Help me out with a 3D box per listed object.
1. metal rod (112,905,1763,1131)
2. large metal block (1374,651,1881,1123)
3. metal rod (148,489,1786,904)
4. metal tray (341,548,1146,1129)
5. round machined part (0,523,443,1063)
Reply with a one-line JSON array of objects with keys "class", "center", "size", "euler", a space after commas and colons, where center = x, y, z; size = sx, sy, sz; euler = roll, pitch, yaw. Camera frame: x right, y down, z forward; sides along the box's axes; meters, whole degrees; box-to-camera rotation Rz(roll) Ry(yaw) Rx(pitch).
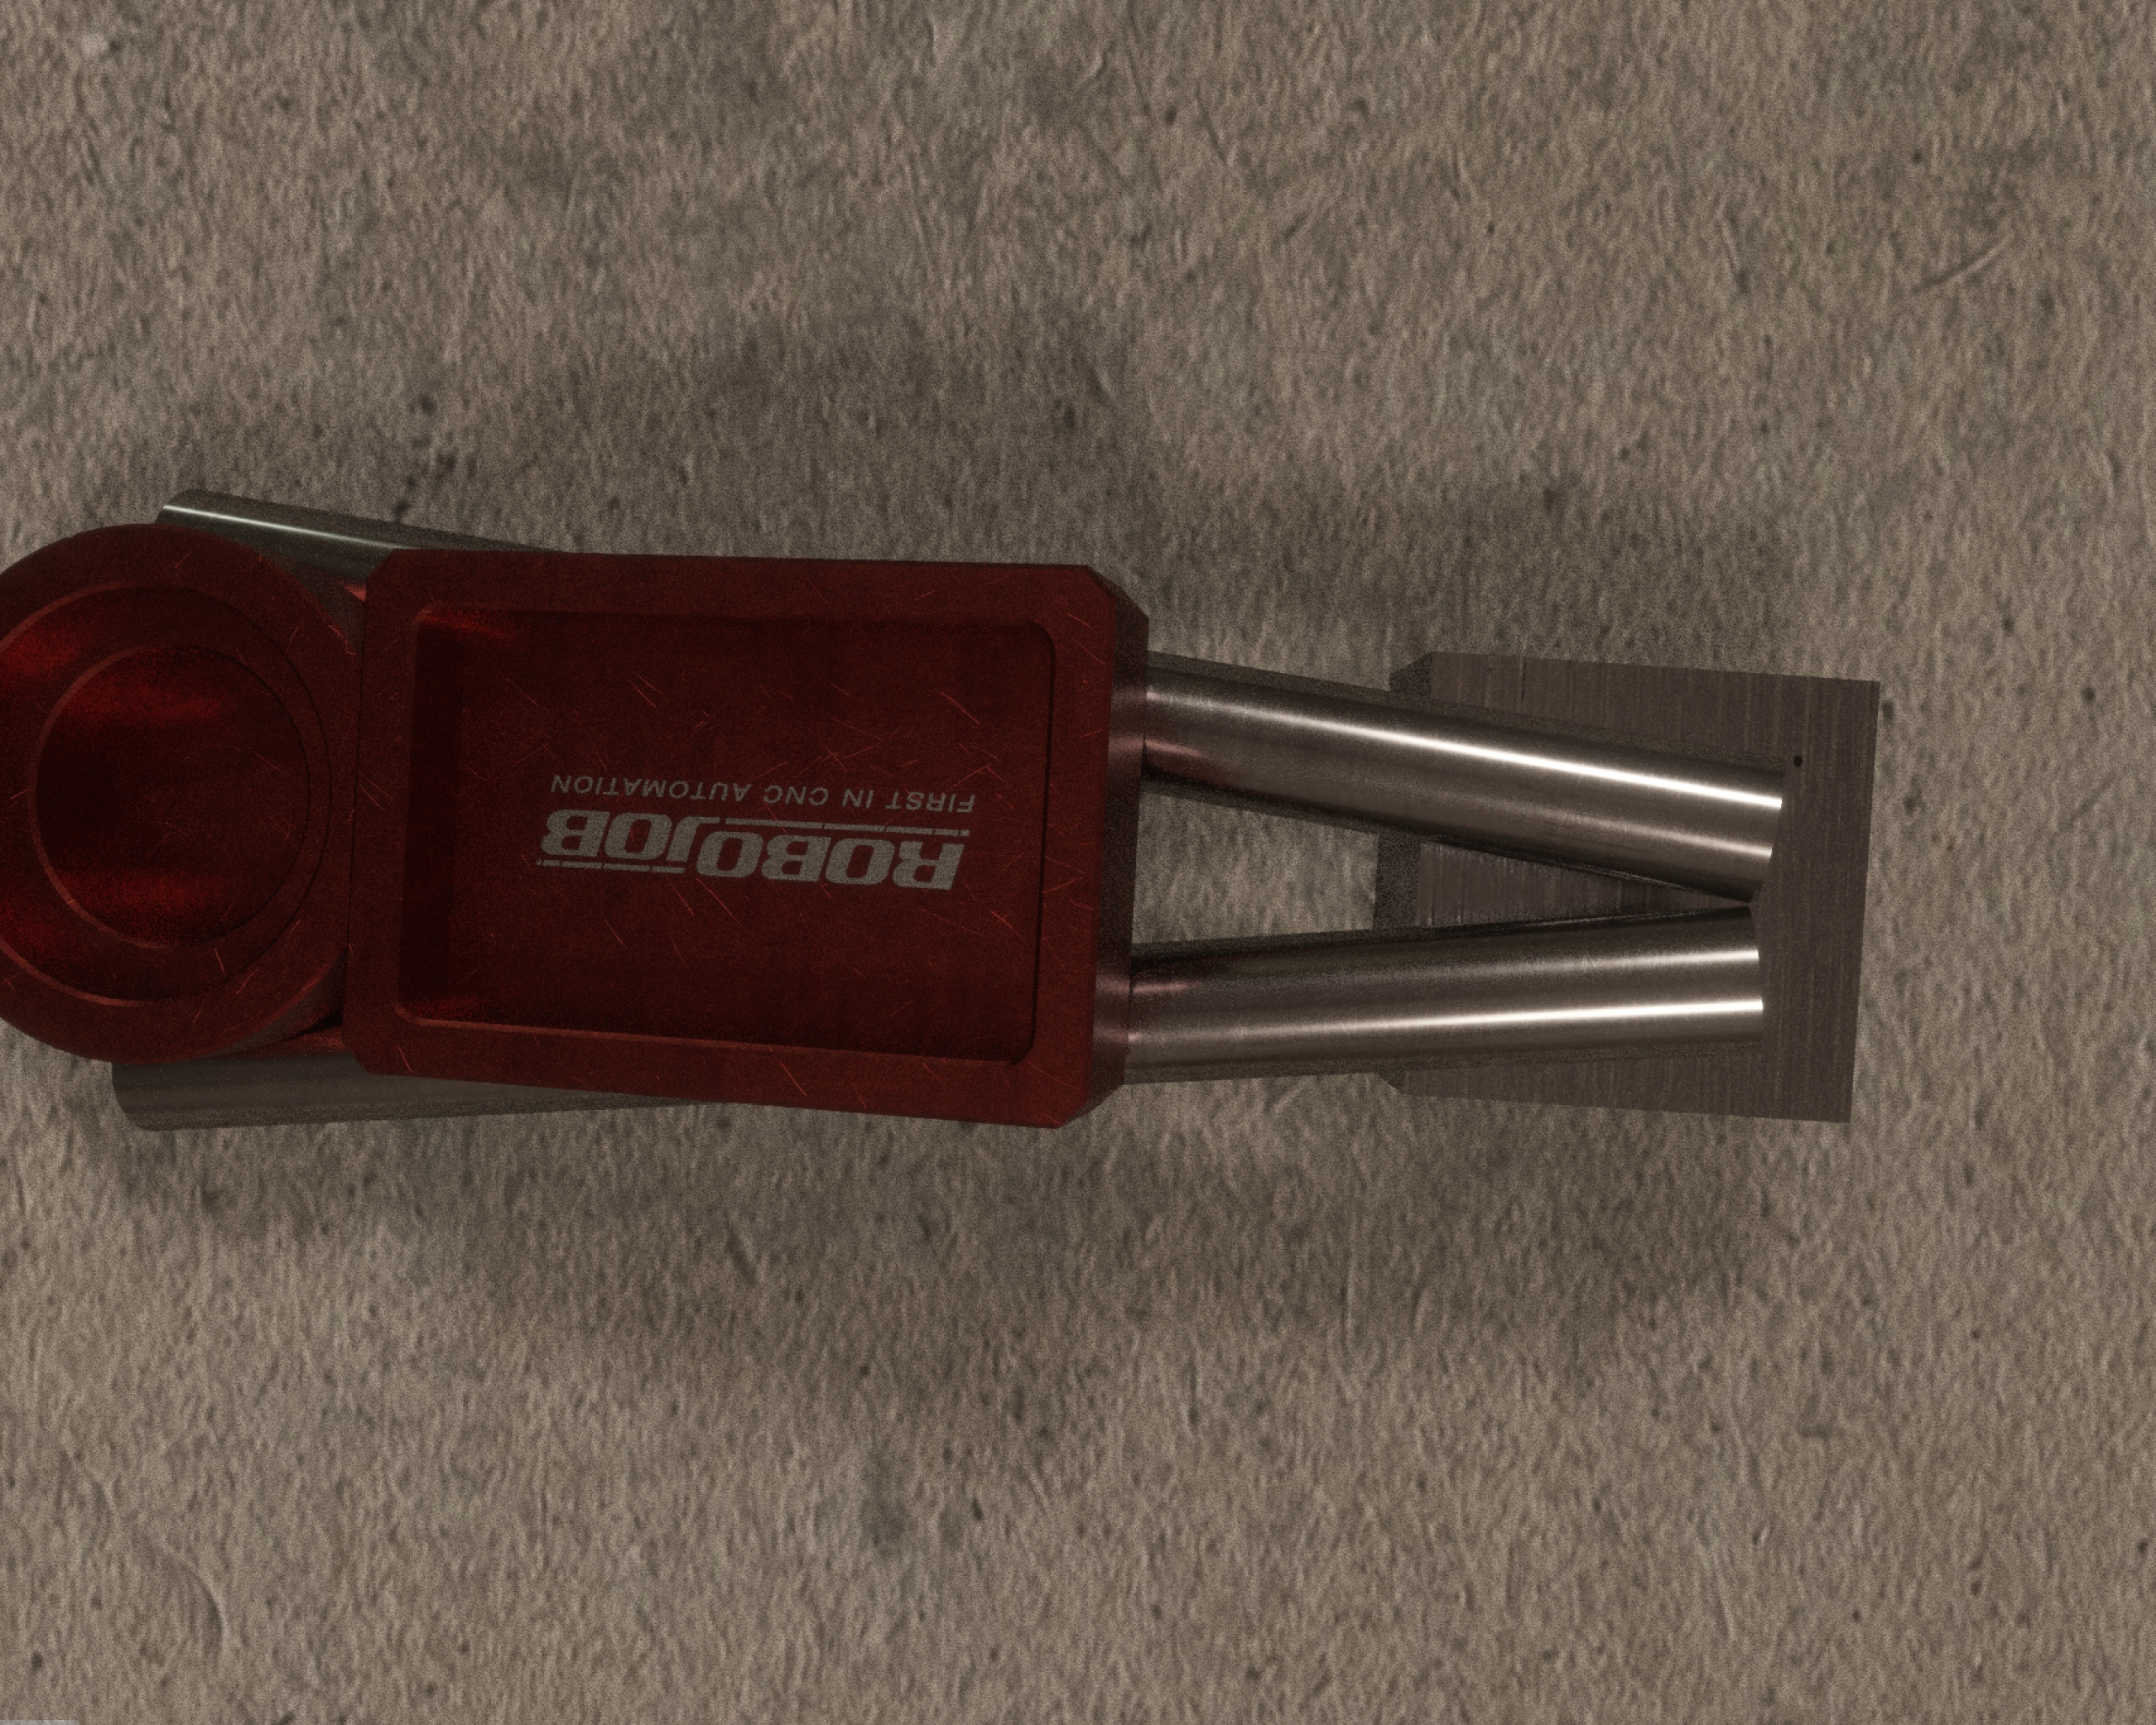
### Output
[{"class": "metal rod", "center": [-0.034, 0.030, 0.379], "size": [0.301, 0.025, 0.025], "euler": [-4, 90, 12]}, {"class": "large metal block", "center": [0.101, 0.004, 0.398], "size": [0.081, 0.050, 0.079], "euler": [4, 90, -1]}, {"class": "metal rod", "center": [-0.030, -0.033, 0.378], "size": [0.301, 0.025, 0.025], "euler": [11, 90, 12]}, {"class": "metal tray", "center": [-0.057, -0.006, 0.356], "size": [0.131, 0.030, 0.089], "euler": [3, 90, 12]}, {"class": "round machined part", "center": [-0.166, -0.012, 0.395], "size": [0.098, 0.042, 0.097], "euler": [0, 90, 10]}]
